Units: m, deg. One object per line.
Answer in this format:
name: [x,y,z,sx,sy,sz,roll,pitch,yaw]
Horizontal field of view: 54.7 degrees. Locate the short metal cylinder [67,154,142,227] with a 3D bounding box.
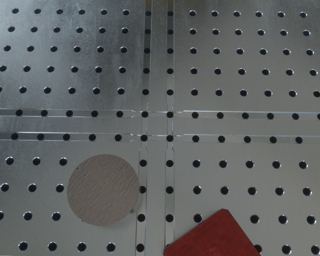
short metal cylinder: [-0.064,0.076,0.370,0.081,0.050,0.080,0,70,0]

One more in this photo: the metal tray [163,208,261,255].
metal tray: [0.074,0.170,0.347,0.090,0.030,0.130,-32,73,-11]
